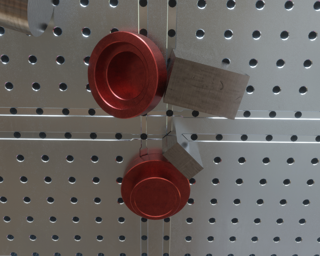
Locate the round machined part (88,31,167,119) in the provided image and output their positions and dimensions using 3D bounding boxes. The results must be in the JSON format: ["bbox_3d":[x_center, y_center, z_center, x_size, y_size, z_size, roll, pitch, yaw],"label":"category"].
[{"bbox_3d":[-0.034,-0.062,0.366,0.098,0.042,0.097,6,103,29],"label":"round machined part"}]

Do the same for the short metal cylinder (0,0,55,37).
[{"bbox_3d":[-0.149,-0.144,0.329,0.050,0.080,0.079,16,109,-6],"label":"short metal cylinder"}]

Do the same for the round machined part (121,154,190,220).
[{"bbox_3d":[-0.006,0.089,0.437,0.099,0.042,0.097,0,110,0],"label":"round machined part"}]

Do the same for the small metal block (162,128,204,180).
[{"bbox_3d":[0.029,0.034,0.413,0.025,0.050,0.050,-41,105,14],"label":"small metal block"}]

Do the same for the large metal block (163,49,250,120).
[{"bbox_3d":[0.049,-0.054,0.364,0.080,0.080,0.050,14,110,-5],"label":"large metal block"}]
